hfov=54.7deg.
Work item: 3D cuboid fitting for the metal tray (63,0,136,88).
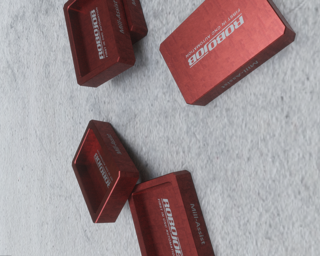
[{"bbox_3d":[-0.087,-0.132,0.431,0.090,0.030,0.129,-21,77,37],"label":"metal tray"}]

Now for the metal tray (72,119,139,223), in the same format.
[{"bbox_3d":[-0.084,0.059,0.445,0.130,0.030,0.089,51,121,46],"label":"metal tray"}]

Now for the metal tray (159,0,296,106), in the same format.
[{"bbox_3d":[0.067,-0.095,0.345,0.130,0.030,0.090,-37,67,33],"label":"metal tray"}]

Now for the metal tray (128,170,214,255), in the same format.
[{"bbox_3d":[0.012,0.127,0.390,0.090,0.030,0.129,-25,74,37],"label":"metal tray"}]

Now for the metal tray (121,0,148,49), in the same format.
[{"bbox_3d":[-0.074,-0.178,0.460,0.090,0.030,0.129,-24,75,37],"label":"metal tray"}]
